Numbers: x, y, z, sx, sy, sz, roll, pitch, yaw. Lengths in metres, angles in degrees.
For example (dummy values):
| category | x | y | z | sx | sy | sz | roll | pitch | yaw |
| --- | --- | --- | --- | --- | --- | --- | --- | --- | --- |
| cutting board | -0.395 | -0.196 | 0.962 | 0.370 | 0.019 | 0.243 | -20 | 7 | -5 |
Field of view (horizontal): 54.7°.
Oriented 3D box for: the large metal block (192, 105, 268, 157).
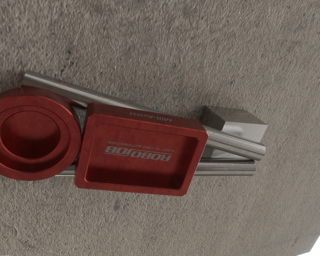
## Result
| category | x | y | z | sx | sy | sz | roll | pitch | yaw |
| --- | --- | --- | --- | --- | --- | --- | --- | --- | --- |
| large metal block | 0.098 | 0.017 | 0.456 | 0.081 | 0.050 | 0.079 | 4 | 117 | -31 |

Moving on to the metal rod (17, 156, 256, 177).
| category | x | y | z | sx | sy | sz | roll | pitch | yaw |
| --- | --- | --- | --- | --- | --- | --- | --- | --- | --- |
| metal rod | -0.019 | 0.048 | 0.387 | 0.302 | 0.025 | 0.025 | 2 | 118 | -16 |

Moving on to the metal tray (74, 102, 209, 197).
| category | x | y | z | sx | sy | sz | roll | pitch | yaw |
| --- | --- | --- | --- | --- | --- | --- | --- | --- | --- |
| metal tray | -0.021 | 0.028 | 0.344 | 0.131 | 0.030 | 0.089 | 9 | 115 | -19 |

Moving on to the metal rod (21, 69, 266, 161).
| category | x | y | z | sx | sy | sz | roll | pitch | yaw |
| --- | --- | --- | --- | --- | --- | --- | --- | --- | --- |
| metal rod | -0.001 | -0.007 | 0.363 | 0.302 | 0.025 | 0.025 | 16 | 110 | -22 |

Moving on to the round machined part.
| category | x | y | z | sx | sy | sz | roll | pitch | yaw |
| --- | --- | --- | --- | --- | --- | --- | --- | --- | --- |
| round machined part | -0.133 | 0.003 | 0.320 | 0.099 | 0.042 | 0.097 | -7 | 119 | -13 |
